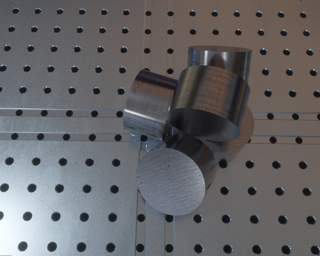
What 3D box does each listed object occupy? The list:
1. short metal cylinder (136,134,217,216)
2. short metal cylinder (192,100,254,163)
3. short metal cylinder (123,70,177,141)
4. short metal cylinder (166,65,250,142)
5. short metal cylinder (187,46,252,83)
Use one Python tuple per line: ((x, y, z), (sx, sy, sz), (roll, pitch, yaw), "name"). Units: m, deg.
((0.020, 0.052, 0.357), (0.080, 0.050, 0.079), (7, 108, 22), "short metal cylinder")
((0.074, 0.001, 0.398), (0.081, 0.050, 0.080), (0, 69, 0), "short metal cylinder")
((-0.008, -0.029, 0.393), (0.050, 0.080, 0.080), (18, 71, 6), "short metal cylinder")
((0.053, -0.024, 0.338), (0.080, 0.080, 0.050), (16, 71, 6), "short metal cylinder")
((0.076, -0.078, 0.404), (0.080, 0.080, 0.050), (2, 110, 1), "short metal cylinder")
